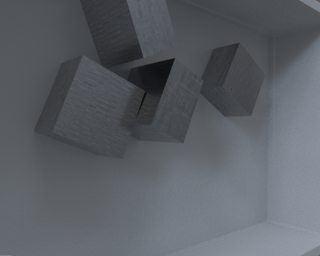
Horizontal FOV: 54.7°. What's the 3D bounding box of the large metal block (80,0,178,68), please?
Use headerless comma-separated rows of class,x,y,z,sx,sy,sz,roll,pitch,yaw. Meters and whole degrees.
large metal block,-0.035,-0.116,0.343,0.050,0.080,0.080,-27,108,-37

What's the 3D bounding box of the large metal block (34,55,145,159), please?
large metal block,-0.073,-0.019,0.331,0.080,0.050,0.080,27,73,-37

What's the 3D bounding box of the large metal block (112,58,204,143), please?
large metal block,-0.005,-0.030,0.369,0.050,0.080,0.080,31,71,-37

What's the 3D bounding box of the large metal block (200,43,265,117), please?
large metal block,0.114,-0.073,0.488,0.080,0.050,0.080,37,67,-34
